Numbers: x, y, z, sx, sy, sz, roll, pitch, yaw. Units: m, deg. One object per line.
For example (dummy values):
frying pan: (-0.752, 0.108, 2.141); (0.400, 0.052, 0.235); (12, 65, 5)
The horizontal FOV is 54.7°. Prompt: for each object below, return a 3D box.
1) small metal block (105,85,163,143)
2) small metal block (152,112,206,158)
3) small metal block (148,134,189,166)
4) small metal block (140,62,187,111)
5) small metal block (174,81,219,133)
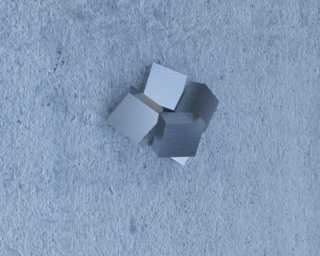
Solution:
small metal block: (-0.032, -0.017, 0.387); (0.050, 0.025, 0.050); (35, 114, -18)
small metal block: (0.022, 0.009, 0.381); (0.050, 0.025, 0.050); (0, 123, -20)
small metal block: (0.020, 0.016, 0.419); (0.050, 0.025, 0.050); (34, 79, -17)
small metal block: (0.003, -0.053, 0.413); (0.050, 0.025, 0.050); (18, 84, -20)
small metal block: (0.050, -0.028, 0.418); (0.050, 0.025, 0.050); (38, 75, -51)
